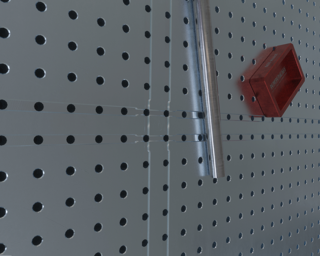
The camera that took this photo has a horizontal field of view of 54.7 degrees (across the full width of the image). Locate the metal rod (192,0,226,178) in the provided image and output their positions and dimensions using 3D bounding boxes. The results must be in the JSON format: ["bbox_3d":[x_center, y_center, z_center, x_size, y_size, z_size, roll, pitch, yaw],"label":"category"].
[{"bbox_3d":[0.074,-0.073,0.471,0.025,0.025,0.298,-11,97,-40],"label":"metal rod"}]

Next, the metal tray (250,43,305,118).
[{"bbox_3d":[0.231,-0.092,0.599,0.131,0.030,0.090,-47,118,-30],"label":"metal tray"}]
